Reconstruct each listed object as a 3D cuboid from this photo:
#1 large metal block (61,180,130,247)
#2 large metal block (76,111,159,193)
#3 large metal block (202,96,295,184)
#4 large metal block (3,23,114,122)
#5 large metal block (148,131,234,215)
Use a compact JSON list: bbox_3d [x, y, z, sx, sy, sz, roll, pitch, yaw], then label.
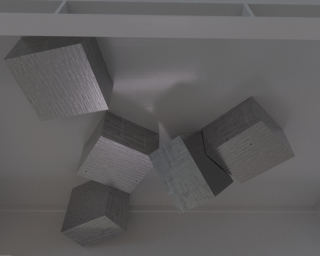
[{"bbox_3d":[-0.096,0.125,0.478,0.080,0.080,0.050,-25,126,20],"label":"large metal block"},{"bbox_3d":[-0.056,0.035,0.422,0.080,0.050,0.080,25,126,-20],"label":"large metal block"},{"bbox_3d":[0.114,0.018,0.409,0.080,0.050,0.080,-36,122,26],"label":"large metal block"},{"bbox_3d":[-0.105,-0.060,0.341,0.080,0.050,0.080,-10,130,8],"label":"large metal block"},{"bbox_3d":[0.042,0.053,0.396,0.050,0.080,0.080,-35,78,25],"label":"large metal block"}]
